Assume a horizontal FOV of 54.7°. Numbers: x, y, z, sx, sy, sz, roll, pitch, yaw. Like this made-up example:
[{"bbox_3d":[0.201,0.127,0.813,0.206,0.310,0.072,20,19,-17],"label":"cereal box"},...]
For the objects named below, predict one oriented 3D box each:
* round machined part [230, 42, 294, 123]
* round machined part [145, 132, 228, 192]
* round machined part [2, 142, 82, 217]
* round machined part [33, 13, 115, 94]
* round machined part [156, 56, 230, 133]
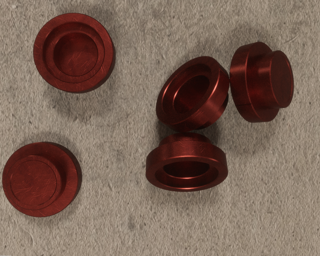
[{"bbox_3d":[0.129,-0.056,0.375,0.042,0.099,0.097,-4,90,44],"label":"round machined part"},{"bbox_3d":[0.032,0.040,0.384,0.099,0.098,0.042,0,55,-1],"label":"round machined part"},{"bbox_3d":[-0.155,0.067,0.400,0.099,0.042,0.097,0,90,-1],"label":"round machined part"},{"bbox_3d":[-0.106,-0.093,0.400,0.099,0.042,0.097,0,90,-1],"label":"round machined part"},{"bbox_3d":[0.045,-0.037,0.382,0.042,0.098,0.098,36,90,-34],"label":"round machined part"}]
